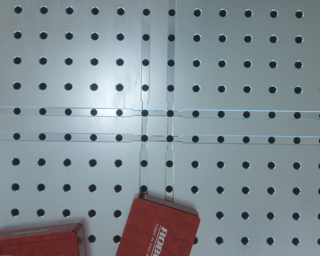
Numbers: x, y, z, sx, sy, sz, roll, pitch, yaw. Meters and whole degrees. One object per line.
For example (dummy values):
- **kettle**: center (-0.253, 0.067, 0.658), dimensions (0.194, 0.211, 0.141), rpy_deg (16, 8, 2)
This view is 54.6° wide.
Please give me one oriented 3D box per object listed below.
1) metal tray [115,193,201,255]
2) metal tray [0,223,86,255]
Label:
- **metal tray**: center (-0.009, 0.162, 0.411), dimensions (0.090, 0.030, 0.129), rpy_deg (18, 90, 0)
- **metal tray**: center (-0.166, 0.182, 0.409), dimensions (0.131, 0.030, 0.090), rpy_deg (-7, 90, 0)
